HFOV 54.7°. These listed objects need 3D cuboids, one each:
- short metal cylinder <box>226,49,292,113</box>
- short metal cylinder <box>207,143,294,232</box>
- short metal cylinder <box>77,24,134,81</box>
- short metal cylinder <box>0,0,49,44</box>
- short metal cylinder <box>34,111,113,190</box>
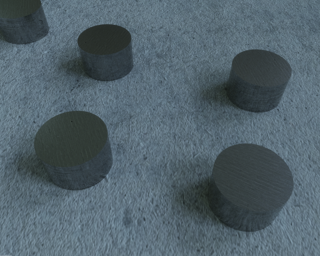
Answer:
[{"bbox_3d":[0.140,-0.068,0.445,0.080,0.050,0.080,0,50,0],"label":"short metal cylinder"},{"bbox_3d":[0.094,0.063,0.334,0.080,0.050,0.080,0,50,0],"label":"short metal cylinder"},{"bbox_3d":[-0.084,-0.119,0.486,0.080,0.050,0.080,0,50,0],"label":"short metal cylinder"},{"bbox_3d":[-0.244,-0.192,0.547,0.080,0.050,0.080,0,50,0],"label":"short metal cylinder"},{"bbox_3d":[-0.099,0.026,0.365,0.080,0.050,0.080,0,50,0],"label":"short metal cylinder"}]
